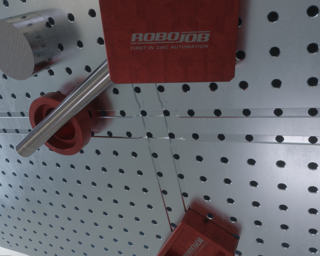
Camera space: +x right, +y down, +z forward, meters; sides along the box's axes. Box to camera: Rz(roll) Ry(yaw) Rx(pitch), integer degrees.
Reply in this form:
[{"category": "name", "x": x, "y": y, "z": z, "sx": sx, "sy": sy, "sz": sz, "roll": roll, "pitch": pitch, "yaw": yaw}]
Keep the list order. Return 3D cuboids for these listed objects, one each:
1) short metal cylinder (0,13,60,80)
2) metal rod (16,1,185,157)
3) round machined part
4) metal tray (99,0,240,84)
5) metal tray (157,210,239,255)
[{"category": "short metal cylinder", "x": -0.186, "y": -0.112, "z": 0.424, "sx": 0.080, "sy": 0.050, "sz": 0.079, "roll": 13, "pitch": 124, "yaw": 21}, {"category": "metal rod", "x": -0.091, "y": -0.047, "z": 0.390, "sx": 0.299, "sy": 0.025, "sz": 0.025, "roll": -36, "pitch": 98, "yaw": 26}, {"category": "round machined part", "x": -0.145, "y": -0.010, "z": 0.470, "sx": 0.098, "sy": 0.042, "sz": 0.097, "roll": 13, "pitch": 124, "yaw": 21}, {"category": "metal tray", "x": 0.011, "y": -0.093, "z": 0.317, "sx": 0.131, "sy": 0.030, "sz": 0.089, "roll": 0, "pitch": 120, "yaw": 5}, {"category": "metal tray", "x": 0.055, "y": 0.199, "z": 0.501, "sx": 0.090, "sy": 0.030, "sz": 0.129, "roll": 31, "pitch": 128, "yaw": 8}]
